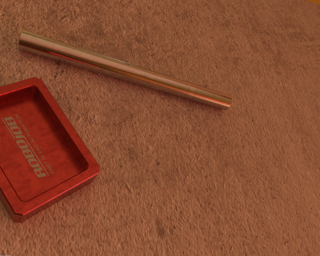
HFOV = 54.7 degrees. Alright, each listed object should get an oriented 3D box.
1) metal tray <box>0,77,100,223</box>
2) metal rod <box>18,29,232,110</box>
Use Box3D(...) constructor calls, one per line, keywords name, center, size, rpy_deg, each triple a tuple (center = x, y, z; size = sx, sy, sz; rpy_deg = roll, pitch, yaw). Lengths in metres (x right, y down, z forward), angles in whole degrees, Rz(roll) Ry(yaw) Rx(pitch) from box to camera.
Box3D(name="metal tray", center=(-0.135, 0.017, 0.317), size=(0.091, 0.030, 0.130), rpy_deg=(-28, 77, -37))
Box3D(name="metal rod", center=(-0.032, -0.074, 0.431), size=(0.302, 0.025, 0.025), rpy_deg=(14, 56, -21))
